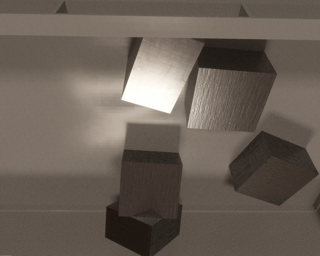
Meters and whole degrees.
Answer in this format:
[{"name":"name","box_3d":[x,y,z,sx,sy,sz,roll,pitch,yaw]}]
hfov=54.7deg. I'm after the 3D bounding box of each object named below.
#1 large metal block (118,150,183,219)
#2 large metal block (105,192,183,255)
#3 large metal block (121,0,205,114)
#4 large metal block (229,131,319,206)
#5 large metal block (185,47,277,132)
[{"name":"large metal block","box_3d":[-0.015,0.078,0.440,0.081,0.050,0.079,4,104,-4]},{"name":"large metal block","box_3d":[-0.023,0.139,0.463,0.080,0.081,0.050,13,105,32]},{"name":"large metal block","box_3d":[0.000,-0.075,0.309,0.050,0.080,0.079,16,128,-13]},{"name":"large metal block","box_3d":[0.160,0.060,0.447,0.080,0.050,0.079,20,127,-17]},{"name":"large metal block","box_3d":[0.075,-0.044,0.357,0.081,0.050,0.079,4,130,-4]}]
